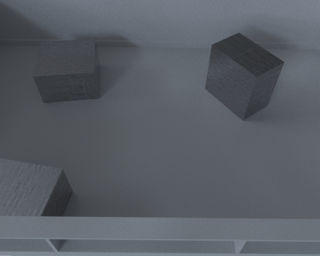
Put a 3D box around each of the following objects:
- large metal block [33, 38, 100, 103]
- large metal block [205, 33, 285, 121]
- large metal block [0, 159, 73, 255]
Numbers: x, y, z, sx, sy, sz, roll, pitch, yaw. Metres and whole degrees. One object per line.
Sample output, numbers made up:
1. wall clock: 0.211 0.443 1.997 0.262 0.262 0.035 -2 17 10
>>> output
1. large metal block: -0.134 -0.086 0.459 0.081 0.050 0.080 -5 50 -5
2. large metal block: 0.113 -0.071 0.431 0.050 0.080 0.080 -29 56 -22
3. large metal block: -0.147 0.082 0.318 0.080 0.050 0.080 8 50 6
